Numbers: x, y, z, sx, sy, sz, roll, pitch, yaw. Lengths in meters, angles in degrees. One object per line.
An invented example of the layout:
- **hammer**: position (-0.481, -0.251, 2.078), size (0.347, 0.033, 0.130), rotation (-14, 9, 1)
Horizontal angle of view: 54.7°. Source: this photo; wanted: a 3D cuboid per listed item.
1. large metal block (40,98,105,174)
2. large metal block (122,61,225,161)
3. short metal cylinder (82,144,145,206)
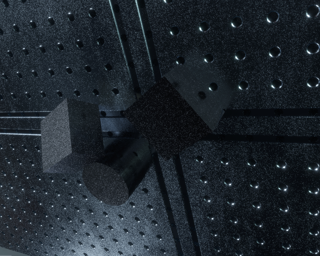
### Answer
- **large metal block**: position (-0.128, 0.014, 0.446), size (0.080, 0.050, 0.080), rotation (-30, 61, 38)
- **large metal block**: position (0.016, -0.019, 0.375), size (0.080, 0.050, 0.080), rotation (48, 129, -6)
- **short metal cylinder**: position (-0.071, 0.072, 0.477), size (0.080, 0.050, 0.079), rotation (13, 124, 21)
